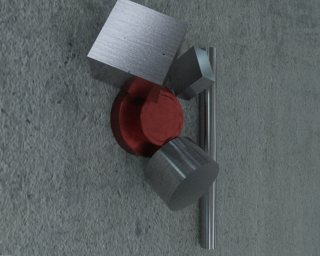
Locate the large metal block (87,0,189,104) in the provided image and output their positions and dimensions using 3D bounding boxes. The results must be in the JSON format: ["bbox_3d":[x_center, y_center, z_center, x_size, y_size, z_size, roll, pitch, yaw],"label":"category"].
[{"bbox_3d":[-0.023,-0.085,0.345,0.080,0.050,0.080,22,72,1],"label":"large metal block"}]

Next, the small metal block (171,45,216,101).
[{"bbox_3d":[0.041,-0.072,0.414,0.025,0.050,0.050,13,55,-40],"label":"small metal block"}]

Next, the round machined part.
[{"bbox_3d":[-0.009,-0.012,0.388,0.099,0.042,0.097,0,90,-40],"label":"round machined part"}]

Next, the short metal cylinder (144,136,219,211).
[{"bbox_3d":[0.027,0.057,0.389,0.081,0.050,0.080,-29,143,-24],"label":"short metal cylinder"}]

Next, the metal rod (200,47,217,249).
[{"bbox_3d":[0.073,0.030,0.468,0.025,0.025,0.298,0,90,-40],"label":"metal rod"}]
